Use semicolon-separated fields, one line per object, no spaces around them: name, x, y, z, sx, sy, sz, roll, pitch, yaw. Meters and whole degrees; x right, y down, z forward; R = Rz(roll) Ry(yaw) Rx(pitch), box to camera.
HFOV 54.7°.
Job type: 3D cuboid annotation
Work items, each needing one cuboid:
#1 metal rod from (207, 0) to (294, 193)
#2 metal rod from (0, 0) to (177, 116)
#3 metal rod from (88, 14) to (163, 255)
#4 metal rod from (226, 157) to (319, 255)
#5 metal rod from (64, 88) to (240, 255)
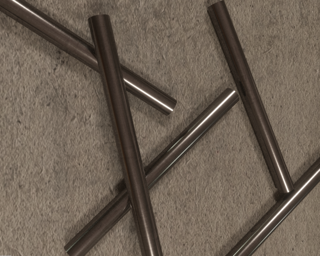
metal rod;0.138;-0.040;0.461;0.025;0.025;0.299;-26;99;-18
metal rod;-0.107;-0.102;0.369;0.301;0.025;0.025;31;80;-18
metal rod;-0.039;0.019;0.367;0.025;0.025;0.298;-14;95;-20
metal rod;0.184;0.131;0.479;0.301;0.025;0.025;-39;103;-16
metal rod;0.000;0.051;0.409;0.301;0.025;0.025;-43;104;-15
